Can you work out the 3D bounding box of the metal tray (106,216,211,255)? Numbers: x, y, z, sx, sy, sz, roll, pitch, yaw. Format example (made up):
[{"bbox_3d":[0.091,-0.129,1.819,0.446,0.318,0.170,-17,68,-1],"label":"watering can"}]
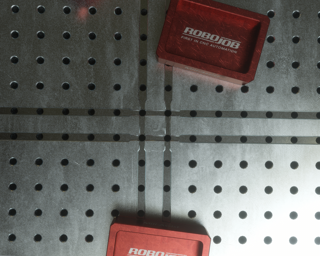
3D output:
[{"bbox_3d":[-0.004,0.173,0.410,0.131,0.030,0.089,8,90,-1],"label":"metal tray"}]

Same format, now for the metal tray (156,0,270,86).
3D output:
[{"bbox_3d":[0.068,-0.117,0.411,0.131,0.030,0.090,15,90,-1],"label":"metal tray"}]
